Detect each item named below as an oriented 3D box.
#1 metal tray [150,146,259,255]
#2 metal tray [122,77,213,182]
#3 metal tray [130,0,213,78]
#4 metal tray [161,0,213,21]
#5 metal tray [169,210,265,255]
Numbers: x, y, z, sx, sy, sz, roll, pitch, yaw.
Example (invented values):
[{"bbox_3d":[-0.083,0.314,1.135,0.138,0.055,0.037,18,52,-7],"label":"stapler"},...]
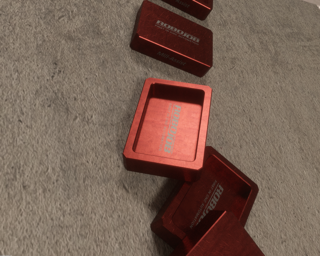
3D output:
[{"bbox_3d":[0.059,0.095,0.376,0.090,0.030,0.131,40,51,-1],"label":"metal tray"},{"bbox_3d":[0.013,-0.003,0.388,0.090,0.030,0.130,9,54,5],"label":"metal tray"},{"bbox_3d":[0.023,-0.144,0.503,0.131,0.030,0.090,19,54,-18],"label":"metal tray"},{"bbox_3d":[0.038,-0.267,0.585,0.131,0.030,0.090,20,54,-17],"label":"metal tray"},{"bbox_3d":[0.073,0.161,0.316,0.090,0.030,0.130,-39,95,-27],"label":"metal tray"}]
